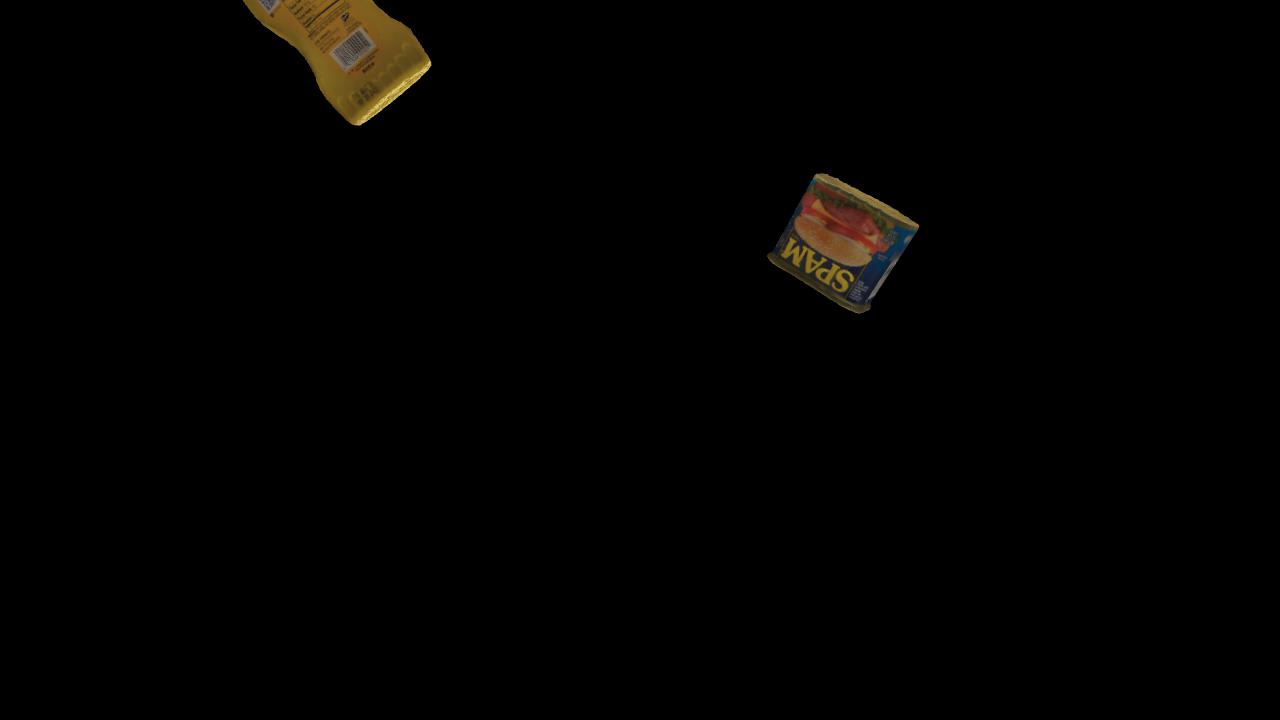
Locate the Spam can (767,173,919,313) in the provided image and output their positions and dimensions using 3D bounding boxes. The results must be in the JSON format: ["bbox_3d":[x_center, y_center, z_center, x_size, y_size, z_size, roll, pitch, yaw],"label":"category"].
[{"bbox_3d":[0.179,-0.105,0.544,0.101,0.085,0.058,38,30,21],"label":"Spam can"}]

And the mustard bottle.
[{"bbox_3d":[-0.263,-0.292,0.491,0.092,0.184,0.054,-36,23,7],"label":"mustard bottle"}]
